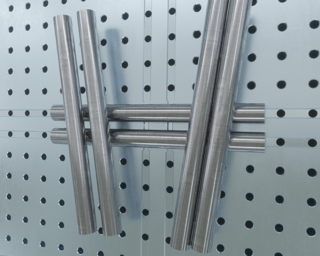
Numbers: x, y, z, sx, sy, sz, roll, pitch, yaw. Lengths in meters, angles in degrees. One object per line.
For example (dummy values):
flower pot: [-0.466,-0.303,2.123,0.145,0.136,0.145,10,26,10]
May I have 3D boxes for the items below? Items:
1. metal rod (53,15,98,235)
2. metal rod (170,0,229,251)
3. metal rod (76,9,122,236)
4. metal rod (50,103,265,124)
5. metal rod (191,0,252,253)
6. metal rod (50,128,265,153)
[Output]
metal rod: [-0.117,-0.006,0.429,0.025,0.025,0.299,-9,87,20]
metal rod: [0.047,-0.003,0.371,0.025,0.025,0.298,10,93,20]
metal rod: [-0.082,-0.009,0.416,0.025,0.025,0.299,-8,87,20]
metal rod: [-0.017,-0.020,0.420,0.301,0.025,0.025,1,91,20]
metal rod: [0.071,-0.004,0.362,0.025,0.025,0.298,10,93,20]
metal rod: [-0.016,0.014,0.419,0.301,0.025,0.025,1,91,20]
